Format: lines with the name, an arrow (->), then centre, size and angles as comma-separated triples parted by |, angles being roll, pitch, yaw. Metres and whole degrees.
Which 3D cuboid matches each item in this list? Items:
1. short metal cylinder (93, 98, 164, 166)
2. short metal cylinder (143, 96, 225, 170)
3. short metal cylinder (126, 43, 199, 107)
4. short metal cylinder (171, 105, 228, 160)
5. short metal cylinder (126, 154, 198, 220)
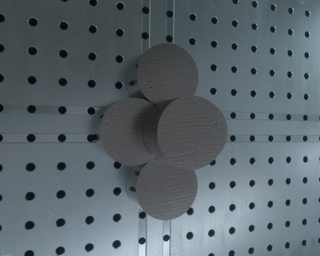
short metal cylinder -> -0.039, 0.004, 0.385 | 0.081, 0.050, 0.079 | 0, 90, -20
short metal cylinder -> 0.026, 0.005, 0.355 | 0.081, 0.050, 0.079 | 0, 90, -20
short metal cylinder -> 0.002, -0.064, 0.400 | 0.081, 0.050, 0.079 | 0, 90, -21
short metal cylinder -> 0.042, 0.005, 0.414 | 0.081, 0.050, 0.079 | 0, 90, -20
short metal cylinder -> 0.001, 0.072, 0.399 | 0.081, 0.050, 0.080 | 1, 88, -20
